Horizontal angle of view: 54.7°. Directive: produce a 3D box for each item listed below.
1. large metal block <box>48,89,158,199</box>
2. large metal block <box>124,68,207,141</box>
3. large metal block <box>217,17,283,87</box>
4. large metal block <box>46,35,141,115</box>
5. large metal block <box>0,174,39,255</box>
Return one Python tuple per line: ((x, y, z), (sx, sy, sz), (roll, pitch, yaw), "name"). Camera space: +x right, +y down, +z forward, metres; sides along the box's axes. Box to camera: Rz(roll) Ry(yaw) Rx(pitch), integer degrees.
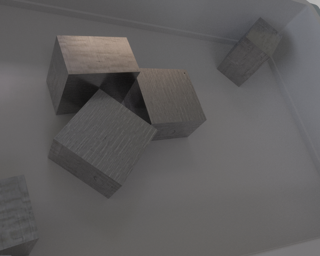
((-0.062, 0.017, 0.344), (0.080, 0.050, 0.080), (36, 53, -5), "large metal block")
((0.003, -0.031, 0.410), (0.081, 0.050, 0.080), (-5, 64, -30), "large metal block")
((0.154, -0.130, 0.532), (0.050, 0.080, 0.080), (39, 51, -2), "large metal block")
((-0.081, -0.061, 0.364), (0.081, 0.080, 0.050), (-9, 66, -32), "large metal block")
((-0.147, 0.082, 0.241), (0.081, 0.080, 0.050), (-10, 67, -32), "large metal block")
